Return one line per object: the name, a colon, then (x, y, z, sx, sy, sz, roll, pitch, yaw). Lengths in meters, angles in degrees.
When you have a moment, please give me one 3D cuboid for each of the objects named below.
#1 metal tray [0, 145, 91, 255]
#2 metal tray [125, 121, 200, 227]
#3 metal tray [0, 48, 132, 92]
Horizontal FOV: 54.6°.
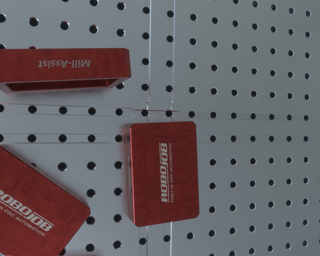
metal tray: (-0.158, 0.092, 0.352, 0.130, 0.030, 0.090, 41, 77, -16)
metal tray: (0.003, 0.057, 0.411, 0.091, 0.030, 0.129, -3, 91, -20)
metal tray: (-0.106, -0.062, 0.338, 0.131, 0.090, 0.030, -6, 92, -20)
